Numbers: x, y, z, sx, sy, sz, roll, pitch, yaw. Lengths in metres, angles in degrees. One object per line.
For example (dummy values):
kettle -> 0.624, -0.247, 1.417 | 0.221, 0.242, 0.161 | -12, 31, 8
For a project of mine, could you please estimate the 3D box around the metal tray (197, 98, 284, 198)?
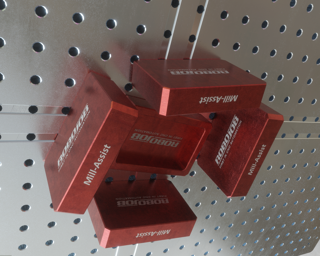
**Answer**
metal tray -> 0.107, 0.021, 0.439 | 0.030, 0.090, 0.129 | 4, 116, -31

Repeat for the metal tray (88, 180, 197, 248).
metal tray -> -0.027, 0.111, 0.423 | 0.131, 0.090, 0.030 | 4, 117, -30

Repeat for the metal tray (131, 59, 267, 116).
metal tray -> 0.043, -0.051, 0.360 | 0.131, 0.090, 0.030 | -6, 121, -25

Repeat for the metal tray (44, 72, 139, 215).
metal tray -> -0.080, 0.015, 0.334 | 0.030, 0.090, 0.129 | 20, 108, -35

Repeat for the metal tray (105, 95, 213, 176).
metal tray -> -0.002, 0.015, 0.414 | 0.131, 0.030, 0.089 | 12, 112, -34
